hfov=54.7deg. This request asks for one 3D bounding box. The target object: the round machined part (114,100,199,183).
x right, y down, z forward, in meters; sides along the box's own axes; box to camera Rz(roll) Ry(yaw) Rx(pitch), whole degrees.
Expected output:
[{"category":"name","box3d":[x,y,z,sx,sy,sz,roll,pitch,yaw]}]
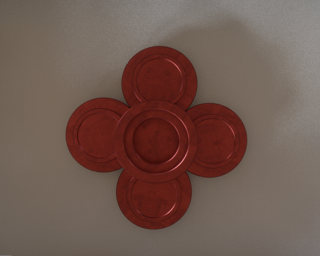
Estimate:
[{"category":"round machined part","box3d":[-0.004,0.015,0.380,0.099,0.042,0.097,0,90,0]}]

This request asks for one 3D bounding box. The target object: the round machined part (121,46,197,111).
[{"category":"round machined part","box3d":[-0.001,-0.058,0.400,0.099,0.042,0.097,0,90,0]}]

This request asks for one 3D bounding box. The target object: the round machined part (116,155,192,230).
[{"category":"round machined part","box3d":[-0.008,0.083,0.401,0.099,0.042,0.097,0,88,-1]}]

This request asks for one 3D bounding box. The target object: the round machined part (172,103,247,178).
[{"category":"round machined part","box3d":[0.064,0.016,0.401,0.099,0.042,0.097,0,90,0]}]

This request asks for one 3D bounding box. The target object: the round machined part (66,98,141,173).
[{"category":"round machined part","box3d":[-0.073,0.009,0.400,0.099,0.042,0.097,0,90,0]}]
